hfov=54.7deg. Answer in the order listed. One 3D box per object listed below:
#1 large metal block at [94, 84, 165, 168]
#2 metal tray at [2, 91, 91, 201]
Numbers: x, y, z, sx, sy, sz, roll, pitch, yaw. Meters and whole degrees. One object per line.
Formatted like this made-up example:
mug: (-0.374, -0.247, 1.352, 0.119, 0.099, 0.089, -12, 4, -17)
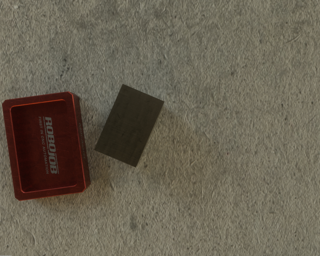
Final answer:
large metal block: (-0.034, -0.003, 0.382, 0.050, 0.080, 0.080, 23, 90, 0)
metal tray: (-0.147, 0.023, 0.406, 0.091, 0.030, 0.129, -8, 90, 0)
